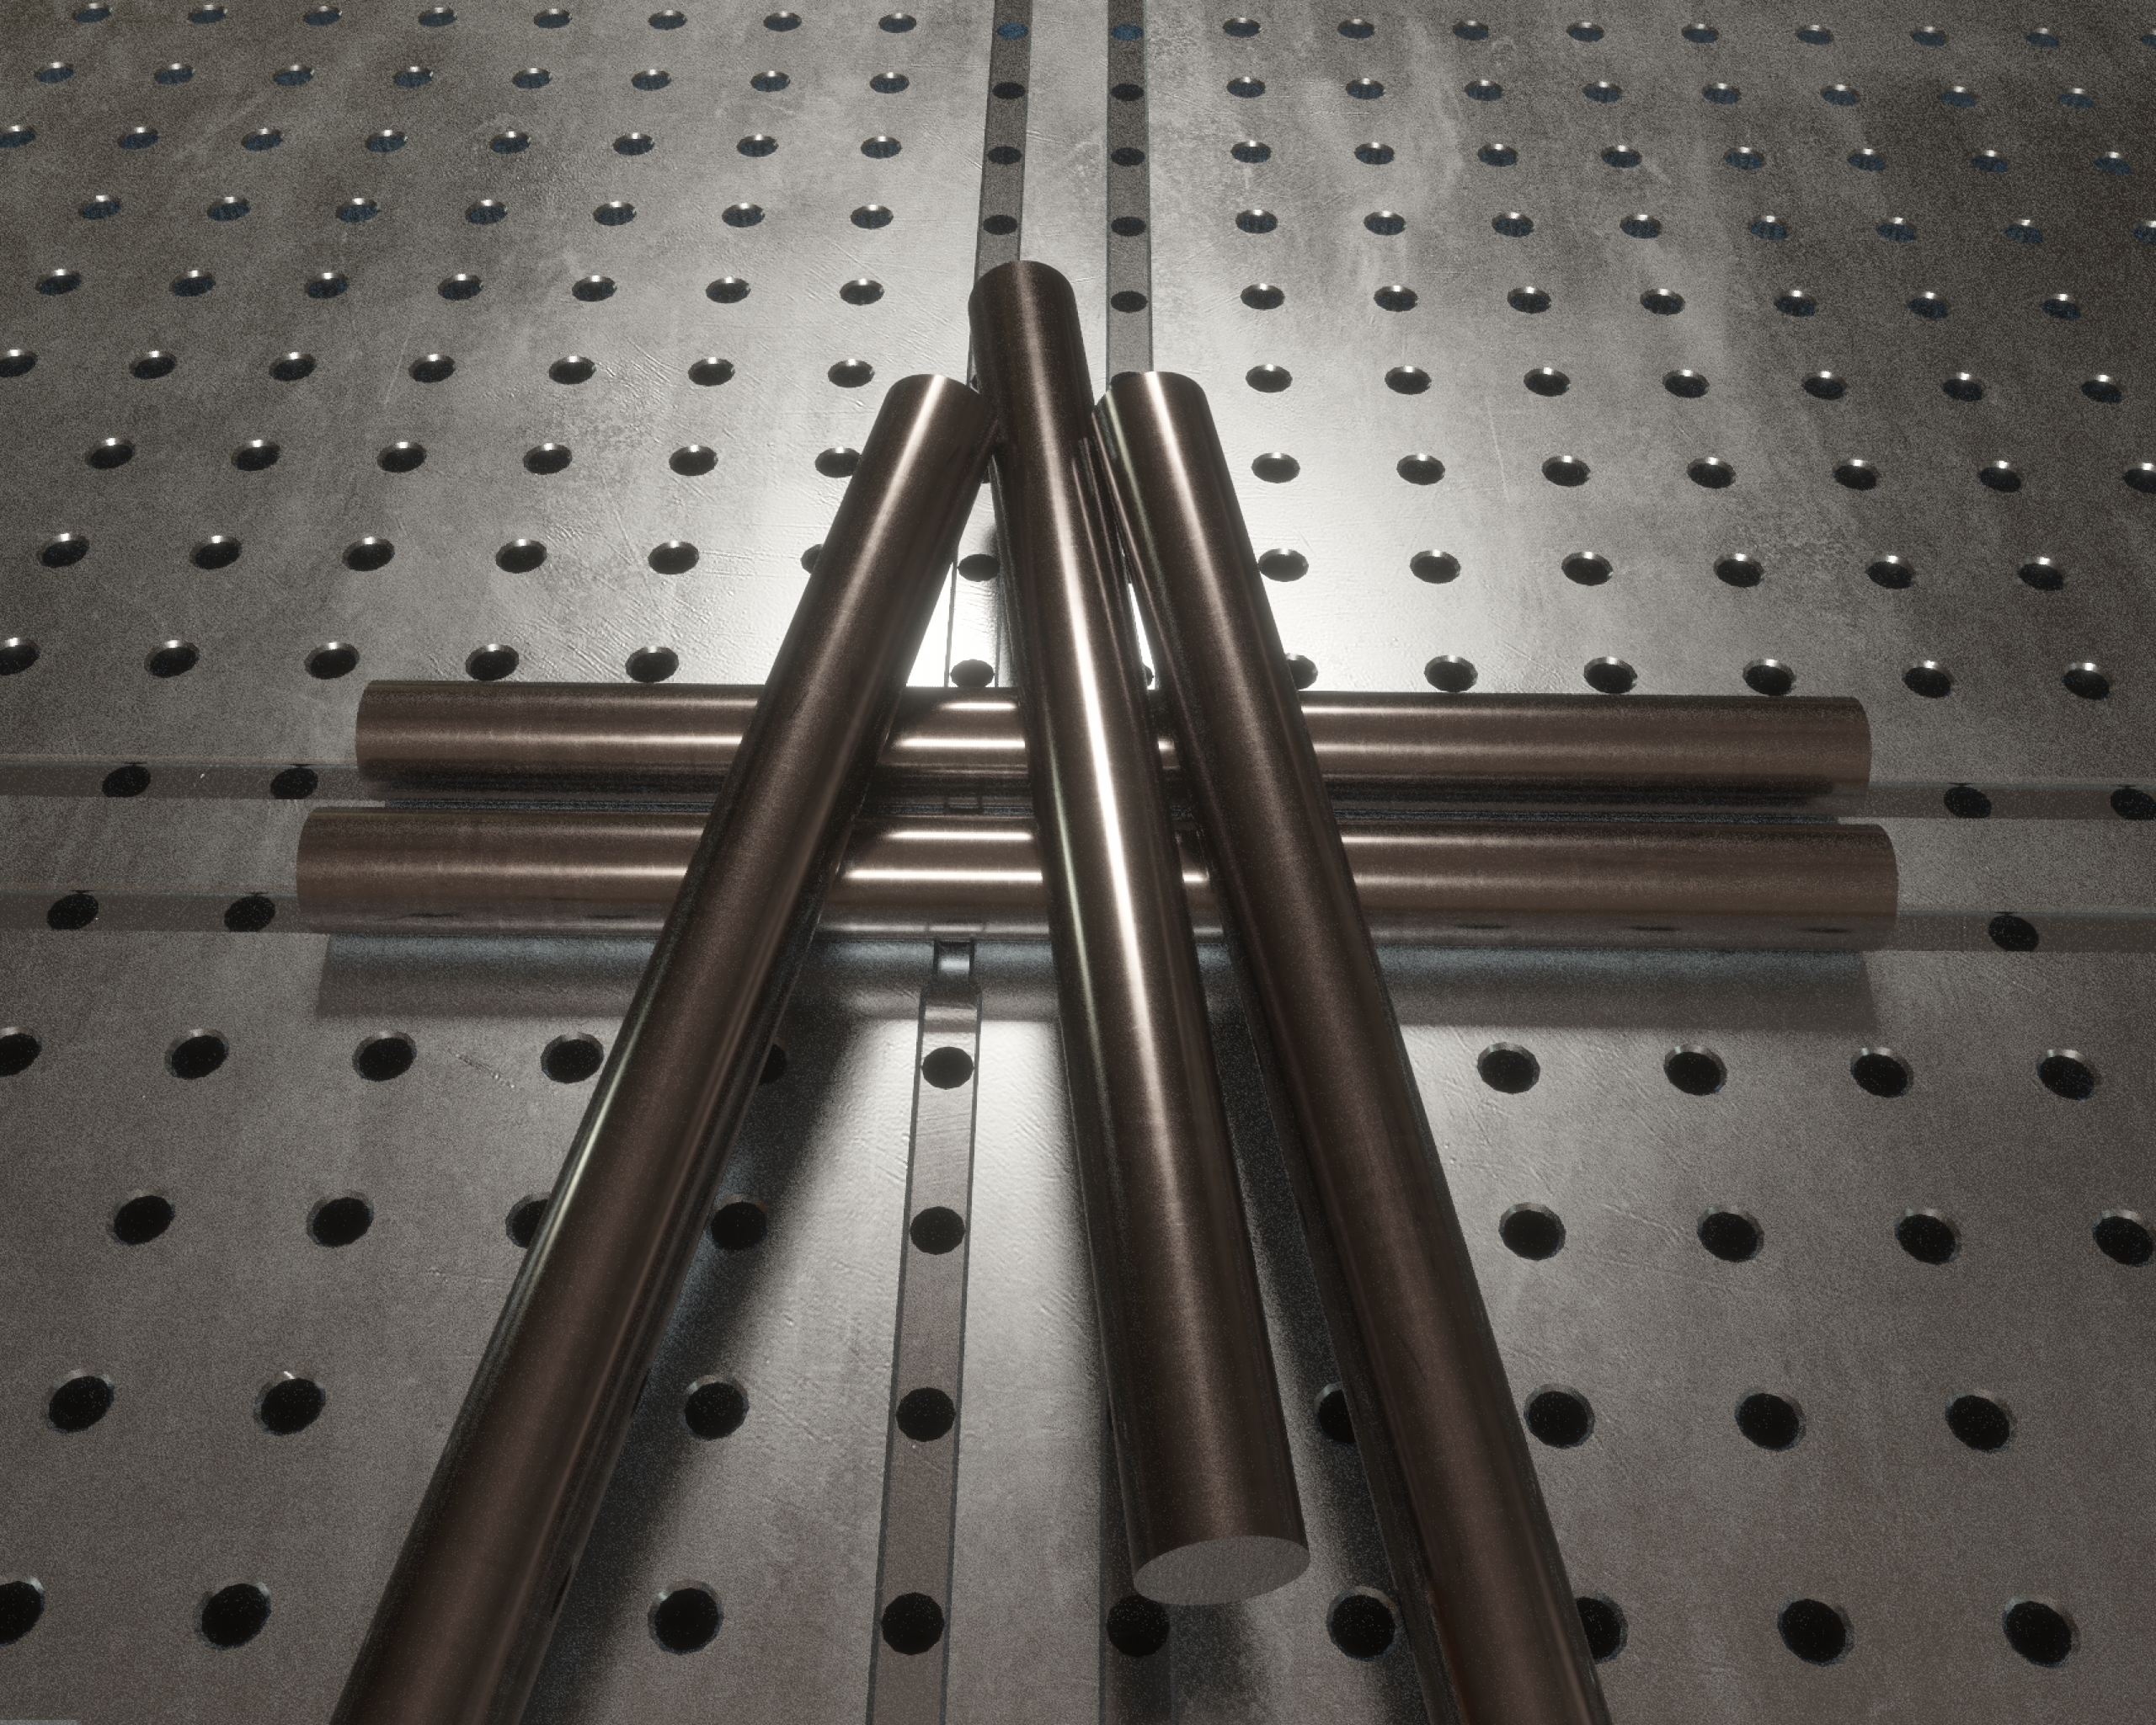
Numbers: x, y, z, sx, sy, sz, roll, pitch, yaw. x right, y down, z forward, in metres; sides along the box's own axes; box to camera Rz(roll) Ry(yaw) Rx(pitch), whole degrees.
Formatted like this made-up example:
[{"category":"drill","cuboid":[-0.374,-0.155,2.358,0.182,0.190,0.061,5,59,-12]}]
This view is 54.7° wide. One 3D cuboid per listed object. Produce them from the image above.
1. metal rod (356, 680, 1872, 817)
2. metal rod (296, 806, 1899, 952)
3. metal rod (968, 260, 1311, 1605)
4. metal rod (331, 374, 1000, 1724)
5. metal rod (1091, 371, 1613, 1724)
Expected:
[{"category":"metal rod","cuboid":[0.007,-0.023,0.428,0.302,0.025,0.025,1,50,0]},{"category":"metal rod","cuboid":[0.004,0.003,0.405,0.302,0.025,0.025,1,50,0]},{"category":"metal rod","cuboid":[0.004,-0.015,0.388,0.025,0.025,0.300,-5,50,-4]},{"category":"metal rod","cuboid":[-0.065,0.029,0.359,0.025,0.025,0.300,11,58,9]},{"category":"metal rod","cuboid":[0.043,0.030,0.359,0.025,0.025,0.299,-8,58,-7]}]
